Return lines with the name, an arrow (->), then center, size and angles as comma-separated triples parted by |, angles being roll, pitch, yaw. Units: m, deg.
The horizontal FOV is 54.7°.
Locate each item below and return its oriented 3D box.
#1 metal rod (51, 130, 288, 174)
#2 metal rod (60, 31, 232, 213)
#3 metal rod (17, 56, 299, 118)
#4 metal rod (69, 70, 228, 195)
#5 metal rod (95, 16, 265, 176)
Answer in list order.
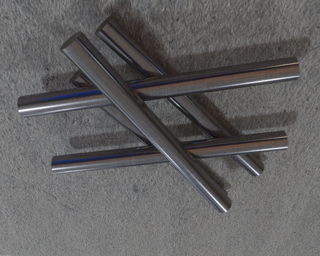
metal rod -> 0.009, 0.033, 0.404 | 0.302, 0.025, 0.025 | -7, 130, 5
metal rod -> 0.005, 0.015, 0.357 | 0.025, 0.025, 0.300 | -28, 126, 21
metal rod -> -0.007, -0.043, 0.339 | 0.302, 0.025, 0.025 | -7, 130, 5
metal rod -> 0.002, 0.026, 0.430 | 0.025, 0.025, 0.300 | -33, 123, 25
metal rod -> 0.043, -0.022, 0.390 | 0.025, 0.025, 0.301 | -35, 122, 26
